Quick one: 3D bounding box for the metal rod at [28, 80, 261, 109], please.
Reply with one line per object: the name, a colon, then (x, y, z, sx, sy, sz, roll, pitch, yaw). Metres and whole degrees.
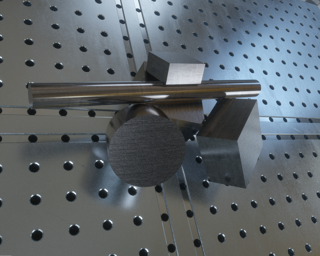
metal rod: (0.007, -0.044, 0.370, 0.303, 0.025, 0.025, -6, 65, -31)

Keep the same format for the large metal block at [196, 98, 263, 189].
large metal block: (0.093, 0.017, 0.400, 0.080, 0.050, 0.080, -53, 137, -39)

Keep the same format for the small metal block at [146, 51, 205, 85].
small metal block: (0.018, -0.074, 0.379, 0.050, 0.025, 0.050, -6, 30, -31)

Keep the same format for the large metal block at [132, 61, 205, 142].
large metal block: (0.008, -0.033, 0.412, 0.081, 0.050, 0.080, 10, 57, -23)

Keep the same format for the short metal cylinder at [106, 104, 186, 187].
short metal cylinder: (-0.018, 0.017, 0.340, 0.081, 0.080, 0.050, 18, 12, -18)
